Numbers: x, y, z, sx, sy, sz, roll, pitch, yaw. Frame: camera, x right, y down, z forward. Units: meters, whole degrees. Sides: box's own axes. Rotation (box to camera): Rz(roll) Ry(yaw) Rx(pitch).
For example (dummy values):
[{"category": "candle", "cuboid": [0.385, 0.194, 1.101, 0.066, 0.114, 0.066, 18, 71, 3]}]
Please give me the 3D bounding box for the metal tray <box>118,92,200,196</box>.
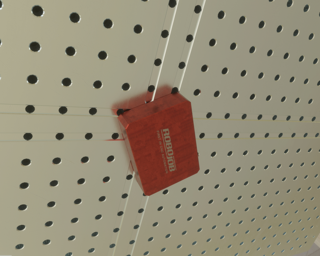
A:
[{"category": "metal tray", "cuboid": [0.003, 0.025, 0.427, 0.091, 0.030, 0.129, -23, 127, -15]}]
